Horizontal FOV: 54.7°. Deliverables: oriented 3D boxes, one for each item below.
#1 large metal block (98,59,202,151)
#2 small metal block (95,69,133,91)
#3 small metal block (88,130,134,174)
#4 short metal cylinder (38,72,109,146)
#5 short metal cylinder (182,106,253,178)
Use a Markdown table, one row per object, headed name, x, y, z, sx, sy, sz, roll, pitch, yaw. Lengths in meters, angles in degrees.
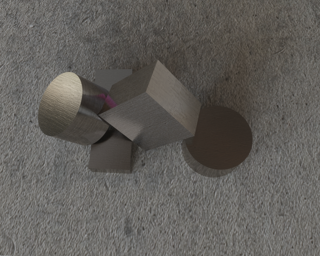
| name | x | y | z | sx | sy | sz | roll | pitch | yaw |
| --- | --- | --- | --- | --- | --- | --- | --- | --- | --- |
| large metal block | -0.011 | -0.022 | 0.368 | 0.080 | 0.080 | 0.050 | 41 | 48 | -30 |
| small metal block | -0.063 | -0.053 | 0.428 | 0.050 | 0.025 | 0.050 | -1 | 70 | -1 |
| small metal block | -0.061 | 0.031 | 0.397 | 0.050 | 0.025 | 0.050 | 3 | 70 | 0 |
| short metal cylinder | -0.104 | -0.022 | 0.384 | 0.080 | 0.050 | 0.080 | -13 | 67 | 33 |
| short metal cylinder | 0.069 | 0.019 | 0.390 | 0.081 | 0.050 | 0.080 | 0 | 70 | 0 |
